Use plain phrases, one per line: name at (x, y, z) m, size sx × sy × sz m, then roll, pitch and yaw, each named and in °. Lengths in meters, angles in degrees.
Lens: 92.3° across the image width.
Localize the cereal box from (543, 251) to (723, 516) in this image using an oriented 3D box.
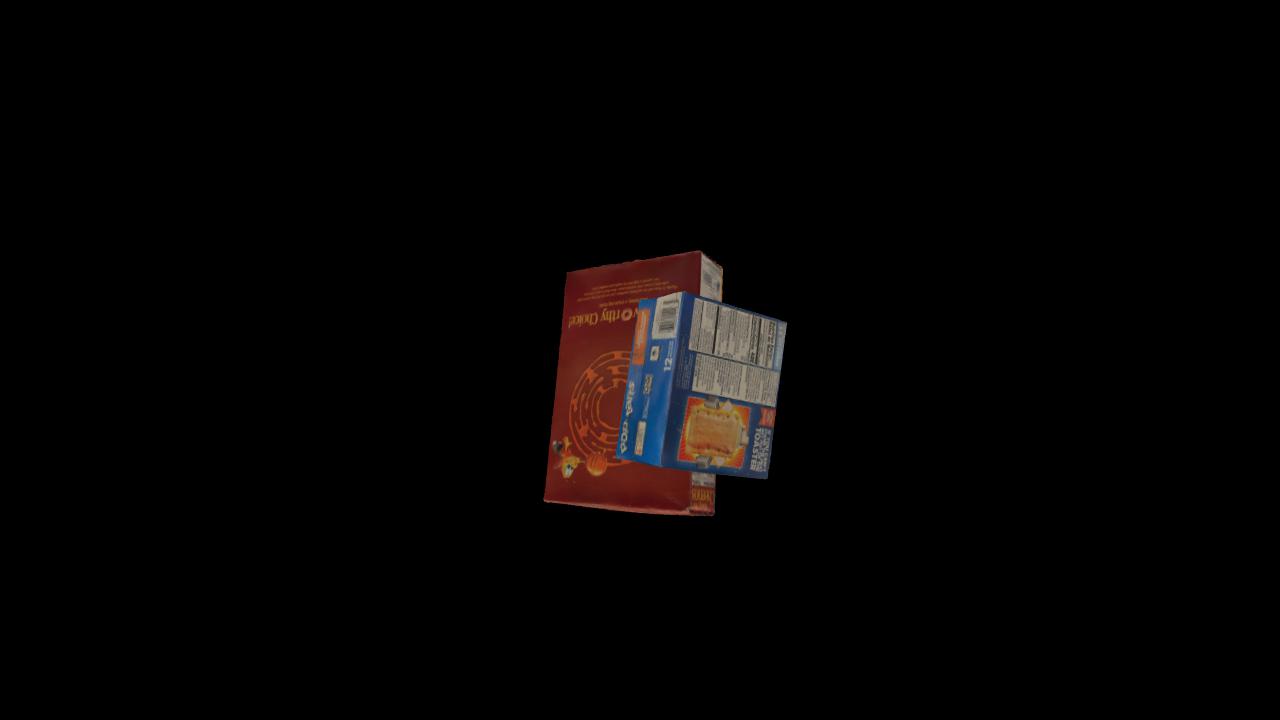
cereal box at (-0.006, 0.031, 0.760) m, size 0.203 × 0.306 × 0.081 m, roll -5°, pitch -15°, yaw 31°

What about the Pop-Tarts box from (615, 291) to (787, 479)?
Pop-Tarts box at (0.064, 0.030, 0.632) m, size 0.141 × 0.167 × 0.083 m, roll 12°, pitch -6°, yaw -32°
